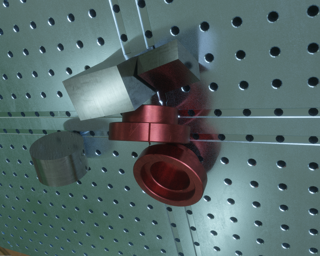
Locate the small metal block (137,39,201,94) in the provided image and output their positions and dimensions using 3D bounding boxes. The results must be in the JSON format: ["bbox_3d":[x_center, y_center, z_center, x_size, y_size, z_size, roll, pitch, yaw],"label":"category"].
[{"bbox_3d":[0.010,-0.066,0.344,0.050,0.025,0.050,-16,153,29],"label":"small metal block"}]

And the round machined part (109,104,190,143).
[{"bbox_3d":[-0.012,-0.004,0.378,0.098,0.098,0.042,1,87,28],"label":"round machined part"}]

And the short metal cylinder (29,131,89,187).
[{"bbox_3d":[-0.157,0.047,0.487,0.080,0.080,0.050,11,123,22],"label":"short metal cylinder"}]

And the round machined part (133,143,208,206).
[{"bbox_3d":[0.017,0.058,0.421,0.098,0.042,0.097,14,132,16],"label":"round machined part"}]

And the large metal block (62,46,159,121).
[{"bbox_3d":[-0.051,-0.053,0.369,0.080,0.080,0.050,-8,113,32],"label":"large metal block"}]
